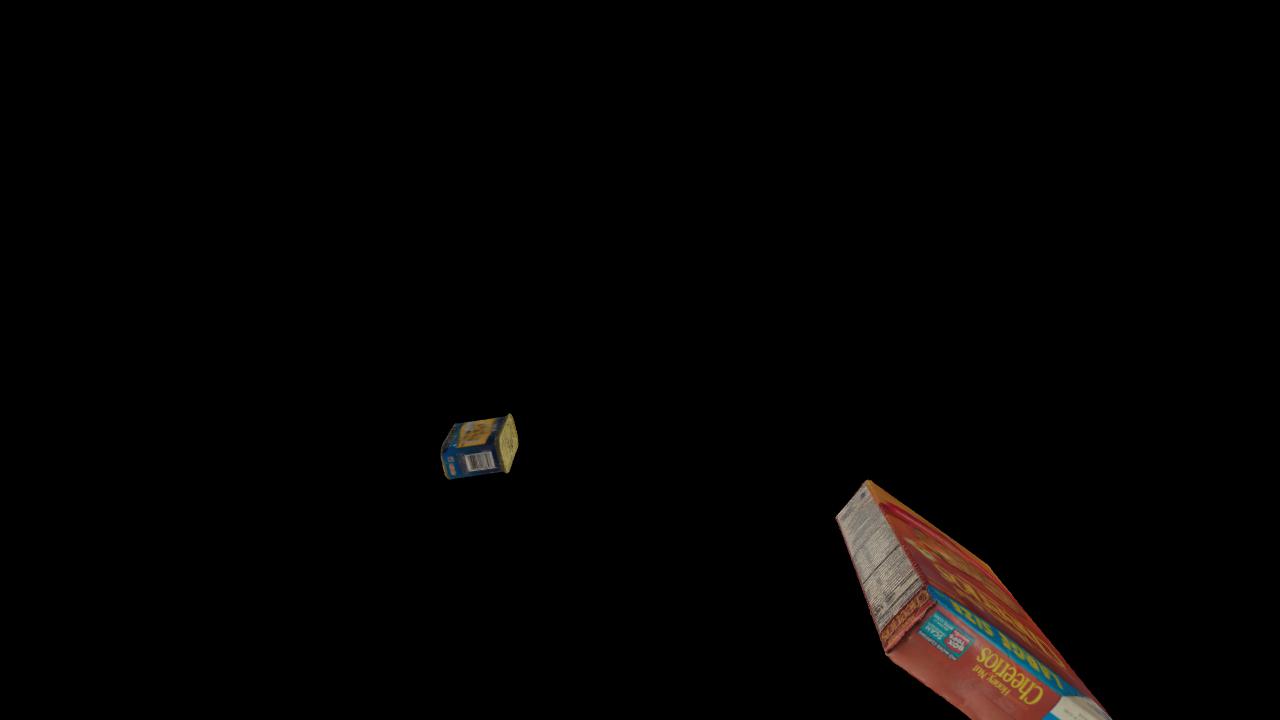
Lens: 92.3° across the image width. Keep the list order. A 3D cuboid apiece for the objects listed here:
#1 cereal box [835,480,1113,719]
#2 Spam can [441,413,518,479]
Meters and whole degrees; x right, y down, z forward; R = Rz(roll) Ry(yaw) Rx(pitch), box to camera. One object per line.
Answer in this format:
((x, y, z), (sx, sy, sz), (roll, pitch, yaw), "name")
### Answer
((0.332, 0.262, 0.657), (0.203, 0.081, 0.306), (36, 12, 3), "cereal box")
((-0.226, 0.122, 0.871), (0.085, 0.058, 0.101), (-8, 19, 2), "Spam can")
